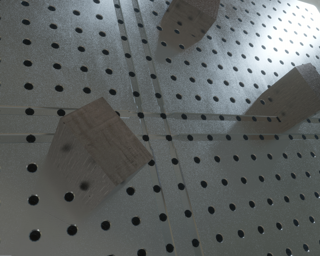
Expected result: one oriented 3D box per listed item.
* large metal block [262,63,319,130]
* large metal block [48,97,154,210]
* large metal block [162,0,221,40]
[{"bbox_3d":[0.242,-0.054,0.540,0.050,0.080,0.080,-18,72,-35],"label":"large metal block"},{"bbox_3d":[-0.065,0.028,0.322,0.080,0.080,0.050,50,51,6],"label":"large metal block"},{"bbox_3d":[0.059,-0.220,0.560,0.080,0.050,0.080,26,53,-13],"label":"large metal block"}]
